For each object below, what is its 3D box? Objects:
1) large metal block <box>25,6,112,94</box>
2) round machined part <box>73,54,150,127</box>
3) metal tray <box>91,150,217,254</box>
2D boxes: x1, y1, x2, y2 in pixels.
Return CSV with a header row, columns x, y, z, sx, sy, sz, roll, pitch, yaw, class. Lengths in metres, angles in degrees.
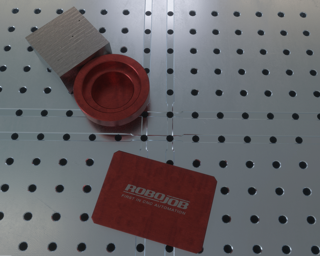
x,y,z,sx,sy,sz,roll,pitch,yaw,class
-0.124,-0.109,0.437,0.080,0.050,0.080,-40,75,-13,large metal block
-0.063,-0.047,0.419,0.099,0.042,0.098,0,70,0,round machined part
-0.005,0.088,0.377,0.131,0.030,0.090,15,71,5,metal tray
